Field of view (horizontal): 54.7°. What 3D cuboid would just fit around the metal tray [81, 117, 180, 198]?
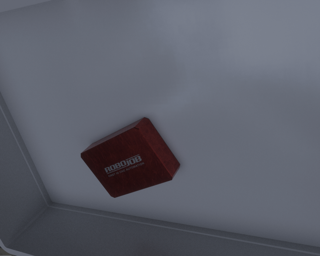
[{"bbox_3d":[-0.047,0.048,0.458,0.130,0.030,0.090,-25,105,36],"label":"metal tray"}]
